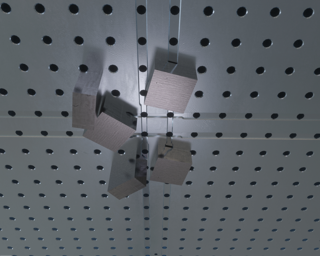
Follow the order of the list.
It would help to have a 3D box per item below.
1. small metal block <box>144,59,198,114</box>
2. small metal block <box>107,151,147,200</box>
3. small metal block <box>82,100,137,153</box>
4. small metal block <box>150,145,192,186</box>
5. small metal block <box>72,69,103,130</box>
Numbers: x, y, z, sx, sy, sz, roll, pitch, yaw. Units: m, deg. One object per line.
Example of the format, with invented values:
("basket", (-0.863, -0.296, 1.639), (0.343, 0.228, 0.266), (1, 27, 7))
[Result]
("small metal block", (0.012, -0.049, 0.370), (0.050, 0.025, 0.050), (12, 129, -10))
("small metal block", (-0.047, 0.069, 0.454), (0.050, 0.050, 0.025), (-30, 124, 23))
("small metal block", (-0.066, -0.001, 0.410), (0.050, 0.025, 0.050), (30, 124, -23))
("small metal block", (0.015, 0.056, 0.459), (0.050, 0.025, 0.050), (11, 129, -10))
("small metal block", (-0.085, -0.034, 0.366), (0.025, 0.050, 0.050), (8, 130, -7))
